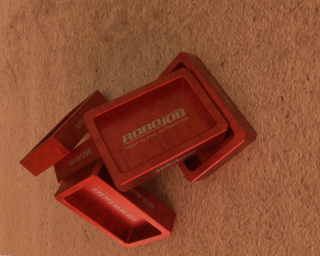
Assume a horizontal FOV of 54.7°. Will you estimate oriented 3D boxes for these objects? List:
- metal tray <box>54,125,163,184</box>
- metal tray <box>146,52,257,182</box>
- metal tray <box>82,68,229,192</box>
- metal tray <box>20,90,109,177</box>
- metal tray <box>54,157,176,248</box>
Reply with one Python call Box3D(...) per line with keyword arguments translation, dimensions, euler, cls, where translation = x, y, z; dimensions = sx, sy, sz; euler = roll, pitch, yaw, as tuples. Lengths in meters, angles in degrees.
Box3D(translation=(-0.070, 0.036, 0.420), dimensions=(0.130, 0.091, 0.030), euler=(-31, 71, 35), cls="metal tray")
Box3D(translation=(0.040, -0.014, 0.369), dimensions=(0.090, 0.030, 0.130), euler=(-46, 63, 30), cls="metal tray")
Box3D(translation=(-0.005, -0.001, 0.336), dimensions=(0.131, 0.030, 0.090), euler=(-27, 67, -11), cls="metal tray")
Box3D(translation=(-0.135, 0.004, 0.453), dimensions=(0.090, 0.130, 0.030), euler=(-30, 110, 35), cls="metal tray")
Box3D(translation=(-0.055, 0.100, 0.393), dimensions=(0.090, 0.130, 0.030), euler=(-31, 26, 36), cls="metal tray")
